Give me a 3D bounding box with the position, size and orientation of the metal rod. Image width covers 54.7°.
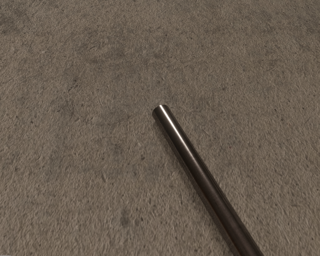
[{"bbox_3d":[0.062,0.083,0.334,0.025,0.025,0.300,-19,53,-15],"label":"metal rod"}]
